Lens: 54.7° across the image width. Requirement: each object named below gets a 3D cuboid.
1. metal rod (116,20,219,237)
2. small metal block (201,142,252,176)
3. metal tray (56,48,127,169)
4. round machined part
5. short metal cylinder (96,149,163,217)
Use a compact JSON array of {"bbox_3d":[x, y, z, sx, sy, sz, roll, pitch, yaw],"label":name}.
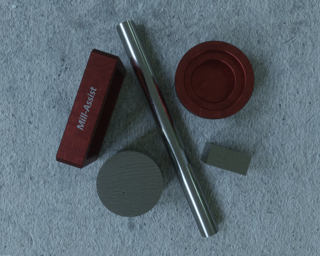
[{"bbox_3d":[0.010,0.001,0.412,0.025,0.025,0.299,-22,90,0],"label":"metal rod"},{"bbox_3d":[0.083,0.038,0.397,0.050,0.050,0.025,17,90,-1],"label":"small metal block"},{"bbox_3d":[-0.079,-0.021,0.378,0.030,0.090,0.129,19,90,0],"label":"metal tray"},{"bbox_3d":[0.068,-0.060,0.403,0.099,0.042,0.097,0,90,-1],"label":"round machined part"},{"bbox_3d":[-0.037,0.068,0.398,0.081,0.050,0.079,0,90,-1],"label":"short metal cylinder"}]
